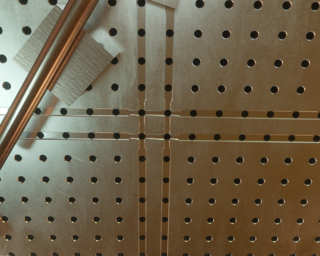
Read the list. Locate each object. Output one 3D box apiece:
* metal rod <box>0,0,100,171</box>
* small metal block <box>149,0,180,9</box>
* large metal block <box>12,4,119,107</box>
[{"bbox_3d":[-0.134,-0.050,0.339,0.025,0.025,0.299,33,107,-12],"label":"metal rod"},{"bbox_3d":[0.003,-0.168,0.351,0.050,0.025,0.050,16,109,-7],"label":"small metal block"},{"bbox_3d":[-0.108,-0.086,0.367,0.080,0.050,0.080,42,104,-14],"label":"large metal block"}]
